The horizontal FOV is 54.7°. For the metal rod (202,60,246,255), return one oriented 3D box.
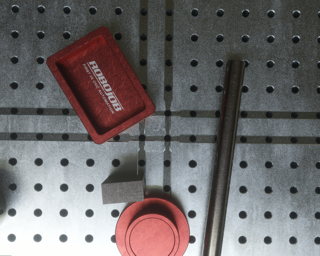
[{"bbox_3d":[0.083,0.060,0.414,0.025,0.025,0.298,7,90,-1],"label":"metal rod"}]

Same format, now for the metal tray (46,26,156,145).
[{"bbox_3d":[-0.076,-0.055,0.409,0.090,0.030,0.130,-31,90,-1],"label":"metal tray"}]

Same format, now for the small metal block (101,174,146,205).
[{"bbox_3d":[-0.045,0.078,0.400,0.050,0.050,0.025,-5,90,-1],"label":"small metal block"}]

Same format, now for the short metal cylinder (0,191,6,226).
[{"bbox_3d":[-0.251,0.110,0.398,0.081,0.050,0.079,0,90,-1],"label":"short metal cylinder"}]

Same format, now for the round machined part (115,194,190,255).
[{"bbox_3d":[-0.010,0.139,0.405,0.099,0.042,0.097,0,90,-1],"label":"round machined part"}]
